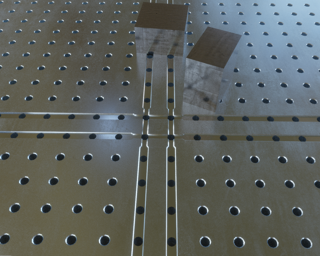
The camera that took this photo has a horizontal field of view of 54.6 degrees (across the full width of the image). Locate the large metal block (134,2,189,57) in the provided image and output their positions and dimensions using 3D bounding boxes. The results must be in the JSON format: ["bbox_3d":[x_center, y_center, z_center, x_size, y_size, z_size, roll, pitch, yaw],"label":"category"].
[{"bbox_3d":[0.005,-0.172,0.536,0.080,0.050,0.080,6,50,5],"label":"large metal block"}]

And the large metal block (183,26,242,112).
[{"bbox_3d":[0.074,-0.084,0.443,0.050,0.080,0.080,20,53,16],"label":"large metal block"}]
